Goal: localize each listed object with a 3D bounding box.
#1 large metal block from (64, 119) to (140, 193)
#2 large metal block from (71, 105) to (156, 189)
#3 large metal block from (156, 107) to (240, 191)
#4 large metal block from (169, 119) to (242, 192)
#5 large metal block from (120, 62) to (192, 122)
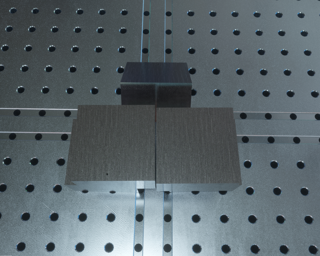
[{"bbox_3d":[-0.066,0.036,0.385,0.081,0.050,0.080,1,70,0],"label":"large metal block"},{"bbox_3d":[-0.045,0.022,0.334,0.081,0.050,0.080,0,70,-1],"label":"large metal block"},{"bbox_3d":[0.036,0.024,0.335,0.081,0.050,0.080,0,70,-1],"label":"large metal block"},{"bbox_3d":[0.051,0.036,0.385,0.081,0.050,0.080,-1,70,-1],"label":"large metal block"},{"bbox_3d":[-0.004,-0.048,0.394,0.081,0.050,0.080,0,28,-1],"label":"large metal block"}]
